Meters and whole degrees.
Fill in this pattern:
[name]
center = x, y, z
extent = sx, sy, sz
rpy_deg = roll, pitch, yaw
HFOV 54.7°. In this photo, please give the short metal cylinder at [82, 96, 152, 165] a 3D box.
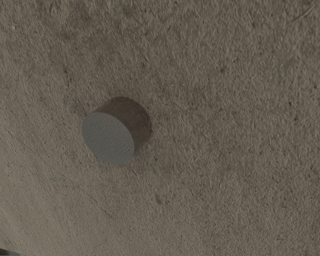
[short metal cylinder]
center = -0.058, 0.003, 0.424
extent = 0.080, 0.050, 0.079
rpy_deg = 13, 124, 21
